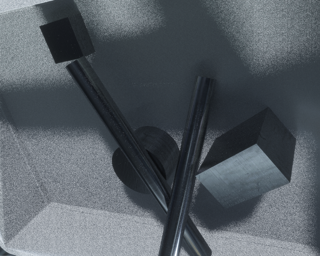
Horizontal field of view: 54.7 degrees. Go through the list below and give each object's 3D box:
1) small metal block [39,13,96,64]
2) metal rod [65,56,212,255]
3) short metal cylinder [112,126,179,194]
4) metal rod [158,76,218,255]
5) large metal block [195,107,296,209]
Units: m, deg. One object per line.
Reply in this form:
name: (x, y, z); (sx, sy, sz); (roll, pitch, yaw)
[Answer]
small metal block: (-0.119, -0.114, 0.399); (0.050, 0.025, 0.050); (-4, 117, 29)
metal rod: (-0.018, 0.049, 0.382); (0.025, 0.025, 0.299); (-22, 107, 36)
short metal cylinder: (-0.018, 0.044, 0.428); (0.080, 0.050, 0.079); (13, 124, 20)
metal rod: (0.024, 0.088, 0.370); (0.025, 0.025, 0.298); (14, 99, 20)
large metal block: (0.096, 0.032, 0.342); (0.050, 0.080, 0.080); (48, 129, -6)
